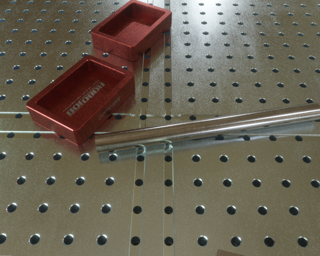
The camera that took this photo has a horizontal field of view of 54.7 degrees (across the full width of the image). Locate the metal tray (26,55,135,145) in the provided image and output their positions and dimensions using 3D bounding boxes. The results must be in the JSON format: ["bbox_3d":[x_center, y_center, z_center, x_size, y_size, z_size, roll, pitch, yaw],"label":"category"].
[{"bbox_3d":[-0.108,-0.046,0.441,0.090,0.030,0.130,25,54,19],"label":"metal tray"}]

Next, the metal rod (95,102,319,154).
[{"bbox_3d":[0.068,-0.001,0.409,0.302,0.025,0.025,-8,51,-8],"label":"metal rod"}]

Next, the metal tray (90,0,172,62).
[{"bbox_3d":[-0.048,-0.178,0.553,0.090,0.030,0.130,24,54,19],"label":"metal tray"}]

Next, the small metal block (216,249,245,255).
[{"bbox_3d":[0.074,0.147,0.285,0.050,0.025,0.050,11,51,9],"label":"small metal block"}]
